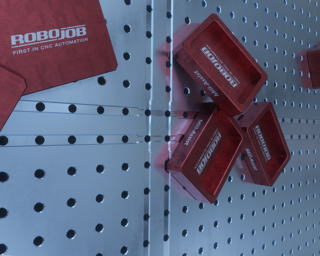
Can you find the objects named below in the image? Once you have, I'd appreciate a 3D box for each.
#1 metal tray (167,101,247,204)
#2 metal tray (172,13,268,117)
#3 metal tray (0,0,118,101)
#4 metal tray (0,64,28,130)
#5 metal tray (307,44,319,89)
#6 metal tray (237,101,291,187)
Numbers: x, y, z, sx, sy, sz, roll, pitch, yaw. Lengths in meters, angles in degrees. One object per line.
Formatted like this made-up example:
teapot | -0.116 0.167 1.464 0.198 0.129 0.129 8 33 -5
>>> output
metal tray | 0.075 0.035 0.467 0.090 0.030 0.130 49 61 -29
metal tray | 0.091 -0.092 0.455 0.130 0.030 0.090 46 61 -10
metal tray | -0.114 -0.086 0.310 0.131 0.030 0.090 -25 106 -37
metal tray | -0.176 -0.004 0.233 0.090 0.030 0.130 31 89 -36
metal tray | 0.399 -0.156 0.736 0.131 0.030 0.090 -30 109 -36
metal tray | 0.187 0.029 0.560 0.090 0.030 0.130 -42 116 -32
